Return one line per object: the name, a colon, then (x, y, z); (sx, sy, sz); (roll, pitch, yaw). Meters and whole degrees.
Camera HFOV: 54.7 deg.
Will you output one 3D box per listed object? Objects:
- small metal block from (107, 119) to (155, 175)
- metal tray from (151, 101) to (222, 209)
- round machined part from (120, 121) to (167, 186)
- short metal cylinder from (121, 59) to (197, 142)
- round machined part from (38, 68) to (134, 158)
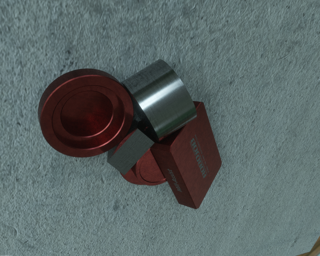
small metal block: (-0.035, 0.021, 0.364); (0.025, 0.050, 0.050); (41, 95, -15)
metal tray: (0.042, 0.038, 0.424); (0.090, 0.030, 0.130); (-54, 137, -32)
round machined part: (-0.009, 0.038, 0.418); (0.099, 0.042, 0.097); (-14, 125, -21)
short metal cylinder: (-0.002, -0.031, 0.355); (0.050, 0.080, 0.080); (-33, 129, -7)
round machined part: (-0.082, -0.019, 0.341); (0.099, 0.042, 0.097); (-14, 125, -21)
